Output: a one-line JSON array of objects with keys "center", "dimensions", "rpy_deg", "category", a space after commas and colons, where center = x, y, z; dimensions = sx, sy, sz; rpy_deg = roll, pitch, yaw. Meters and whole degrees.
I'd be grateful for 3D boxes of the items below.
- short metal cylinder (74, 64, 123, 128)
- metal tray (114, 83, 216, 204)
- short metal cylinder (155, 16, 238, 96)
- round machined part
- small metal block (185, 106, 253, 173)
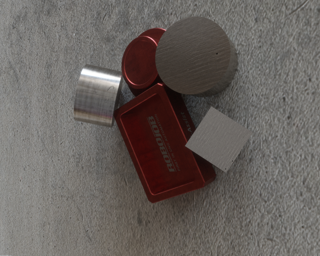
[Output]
[{"center": [-0.084, -0.044, 0.431], "dimensions": [0.050, 0.080, 0.079], "rpy_deg": [12, 101, -5], "category": "short metal cylinder"}, {"center": [0.003, 0.020, 0.386], "dimensions": [0.090, 0.030, 0.129], "rpy_deg": [-28, 82, 36], "category": "metal tray"}, {"center": [0.042, -0.075, 0.342], "dimensions": [0.080, 0.050, 0.079], "rpy_deg": [1, 92, 22], "category": "short metal cylinder"}, {"center": [-0.012, -0.082, 0.406], "dimensions": [0.098, 0.042, 0.097], "rpy_deg": [0, 90, 40], "category": "round machined part"}, {"center": [0.062, 0.013, 0.332], "dimensions": [0.050, 0.025, 0.050], "rpy_deg": [33, 88, 6], "category": "small metal block"}]
